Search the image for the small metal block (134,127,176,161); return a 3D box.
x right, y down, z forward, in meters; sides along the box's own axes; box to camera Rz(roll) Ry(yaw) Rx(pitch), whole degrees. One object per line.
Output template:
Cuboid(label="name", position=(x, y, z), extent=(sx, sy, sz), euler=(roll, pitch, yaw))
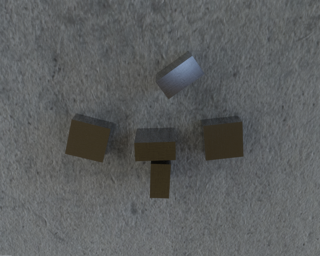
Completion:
Cuboid(label="small metal block", position=(-0.006, 0.020, 0.404), extent=(0.050, 0.050, 0.025), euler=(-2, 110, 0))

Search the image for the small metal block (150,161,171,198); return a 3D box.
Cuboid(label="small metal block", position=(0.000, 0.060, 0.419), extent=(0.025, 0.050, 0.050), euler=(2, 110, -1))

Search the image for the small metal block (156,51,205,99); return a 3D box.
Cuboid(label="small metal block", position=(0.023, -0.065, 0.373), extent=(0.050, 0.050, 0.025), euler=(-34, 107, 11))

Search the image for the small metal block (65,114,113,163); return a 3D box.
Cuboid(label="small metal block", position=(-0.094, 0.013, 0.413), extent=(0.050, 0.025, 0.050), euler=(14, 109, -6))

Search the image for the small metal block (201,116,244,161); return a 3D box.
Cuboid(label="small metal block", position=(0.083, 0.013, 0.416), extent=(0.050, 0.025, 0.050), euler=(-6, 110, 2))
